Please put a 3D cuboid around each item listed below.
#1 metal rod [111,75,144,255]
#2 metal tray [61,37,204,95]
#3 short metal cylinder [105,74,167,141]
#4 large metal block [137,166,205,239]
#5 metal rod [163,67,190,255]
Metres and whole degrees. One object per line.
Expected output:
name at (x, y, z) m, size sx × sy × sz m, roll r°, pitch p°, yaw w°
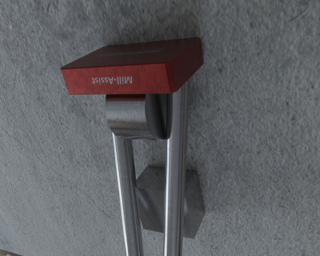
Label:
metal rod at (-0.045, 0.064, 0.411) m, size 0.025 × 0.025 × 0.298 m, roll 2°, pitch 104°, yaw 27°
metal tray at (-0.028, -0.068, 0.338) m, size 0.130 × 0.090 × 0.030 m, roll 2°, pitch 120°, yaw 26°
short metal cylinder at (-0.020, -0.026, 0.367) m, size 0.050 × 0.080 × 0.079 m, roll 2°, pitch 119°, yaw 26°
large metal block at (0.014, 0.105, 0.446) m, size 0.080 × 0.050 × 0.079 m, roll 2°, pitch 119°, yaw 27°
metal rod at (0.019, 0.068, 0.379) m, size 0.025 × 0.025 × 0.298 m, roll 8°, pitch 107°, yaw 23°
